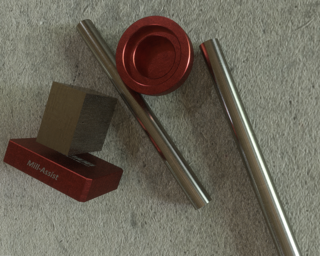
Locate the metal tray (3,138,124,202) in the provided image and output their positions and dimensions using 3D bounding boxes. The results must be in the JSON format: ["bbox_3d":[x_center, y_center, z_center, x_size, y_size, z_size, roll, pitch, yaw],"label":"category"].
[{"bbox_3d":[-0.127,0.050,0.417,0.130,0.090,0.030,22,97,18],"label":"metal tray"}]

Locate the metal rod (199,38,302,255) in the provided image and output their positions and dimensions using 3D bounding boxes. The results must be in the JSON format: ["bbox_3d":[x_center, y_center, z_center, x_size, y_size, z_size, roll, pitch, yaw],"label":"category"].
[{"bbox_3d":[0.110,0.034,0.369,0.025,0.025,0.299,-22,83,18],"label":"metal rod"}]

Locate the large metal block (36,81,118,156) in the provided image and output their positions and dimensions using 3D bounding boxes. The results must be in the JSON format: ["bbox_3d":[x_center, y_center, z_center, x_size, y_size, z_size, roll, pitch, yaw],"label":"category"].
[{"bbox_3d":[-0.109,-0.012,0.417,0.050,0.080,0.080,20,97,18],"label":"large metal block"}]

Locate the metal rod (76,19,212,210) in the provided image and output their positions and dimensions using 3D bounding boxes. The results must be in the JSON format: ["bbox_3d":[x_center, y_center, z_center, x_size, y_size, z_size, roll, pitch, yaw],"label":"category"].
[{"bbox_3d":[-0.027,-0.026,0.417,0.025,0.025,0.299,-37,79,16],"label":"metal rod"}]

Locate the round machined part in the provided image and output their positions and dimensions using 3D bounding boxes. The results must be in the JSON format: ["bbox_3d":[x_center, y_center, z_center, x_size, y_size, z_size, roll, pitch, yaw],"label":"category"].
[{"bbox_3d":[-0.004,-0.090,0.401,0.098,0.042,0.097,0,90,19],"label":"round machined part"}]
